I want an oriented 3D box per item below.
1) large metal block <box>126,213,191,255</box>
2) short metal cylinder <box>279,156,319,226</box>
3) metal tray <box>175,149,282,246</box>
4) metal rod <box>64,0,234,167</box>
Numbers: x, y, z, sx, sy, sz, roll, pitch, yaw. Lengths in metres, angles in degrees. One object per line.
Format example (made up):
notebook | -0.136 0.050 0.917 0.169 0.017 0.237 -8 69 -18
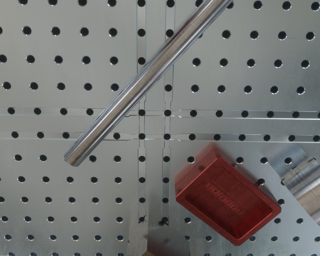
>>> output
large metal block | -0.001 0.186 0.453 0.080 0.080 0.050 37 106 -13
short metal cylinder | 0.209 0.084 0.418 0.050 0.080 0.080 -40 106 13
metal tray | 0.098 0.103 0.450 0.130 0.030 0.090 40 105 -14
metal rod | -0.020 -0.059 0.391 0.025 0.025 0.299 41 105 -14
